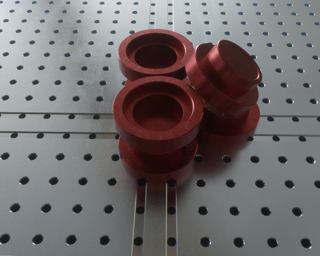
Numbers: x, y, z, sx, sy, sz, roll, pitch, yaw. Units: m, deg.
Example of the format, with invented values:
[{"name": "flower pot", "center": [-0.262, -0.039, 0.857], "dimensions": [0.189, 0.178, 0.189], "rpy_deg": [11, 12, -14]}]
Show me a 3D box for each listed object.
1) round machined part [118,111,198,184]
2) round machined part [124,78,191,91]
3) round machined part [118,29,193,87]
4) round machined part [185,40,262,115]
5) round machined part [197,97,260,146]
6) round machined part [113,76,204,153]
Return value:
[{"name": "round machined part", "center": [-0.003, 0.016, 0.384], "dimensions": [0.099, 0.042, 0.098], "rpy_deg": [0, 50, 0]}, {"name": "round machined part", "center": [-0.003, -0.059, 0.448], "dimensions": [0.099, 0.042, 0.098], "rpy_deg": [0, 50, 0]}, {"name": "round machined part", "center": [-0.005, -0.087, 0.415], "dimensions": [0.099, 0.042, 0.098], "rpy_deg": [0, 50, 0]}, {"name": "round machined part", "center": [0.082, -0.066, 0.371], "dimensions": [0.099, 0.042, 0.098], "rpy_deg": [22, 45, -24]}, {"name": "round machined part", "center": [0.086, -0.026, 0.420], "dimensions": [0.099, 0.042, 0.098], "rpy_deg": [0, 50, 0]}, {"name": "round machined part", "center": [-0.002, -0.011, 0.351], "dimensions": [0.099, 0.042, 0.098], "rpy_deg": [0, 50, 0]}]
